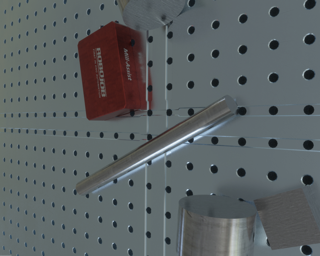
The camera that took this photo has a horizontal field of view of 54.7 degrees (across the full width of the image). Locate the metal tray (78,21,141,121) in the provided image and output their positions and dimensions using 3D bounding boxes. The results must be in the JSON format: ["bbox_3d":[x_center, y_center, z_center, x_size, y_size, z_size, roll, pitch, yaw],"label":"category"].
[{"bbox_3d":[-0.080,-0.083,0.472,0.090,0.030,0.129,-14,81,39],"label":"metal tray"}]

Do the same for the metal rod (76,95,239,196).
[{"bbox_3d":[-0.025,0.037,0.429,0.299,0.025,0.025,-31,71,35],"label":"metal rod"}]

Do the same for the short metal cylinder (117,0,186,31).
[{"bbox_3d":[-0.015,-0.167,0.386,0.080,0.081,0.050,-30,72,36],"label":"short metal cylinder"}]

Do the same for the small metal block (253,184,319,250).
[{"bbox_3d":[0.128,0.087,0.304,0.050,0.025,0.050,-28,73,36],"label":"small metal block"}]

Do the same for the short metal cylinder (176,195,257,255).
[{"bbox_3d":[0.058,0.106,0.326,0.080,0.081,0.050,6,94,40],"label":"short metal cylinder"}]
